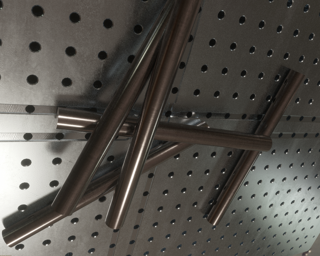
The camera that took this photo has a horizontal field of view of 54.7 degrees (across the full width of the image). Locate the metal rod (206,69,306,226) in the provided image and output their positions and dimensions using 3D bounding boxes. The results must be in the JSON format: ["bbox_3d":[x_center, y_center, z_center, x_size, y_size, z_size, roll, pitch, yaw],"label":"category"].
[{"bbox_3d":[0.155,0.043,0.525,0.025,0.025,0.298,11,113,-34],"label":"metal rod"}]

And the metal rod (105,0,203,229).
[{"bbox_3d":[-0.015,-0.003,0.353,0.025,0.025,0.298,4,118,-31],"label":"metal rod"}]

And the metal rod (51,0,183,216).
[{"bbox_3d":[-0.035,-0.038,0.339,0.025,0.025,0.299,28,94,-38],"label":"metal rod"}]

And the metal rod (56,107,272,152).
[{"bbox_3d":[0.023,0.006,0.405,0.302,0.025,0.025,7,115,-24],"label":"metal rod"}]

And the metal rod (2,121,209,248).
[{"bbox_3d":[-0.063,0.070,0.421,0.302,0.025,0.025,-28,128,-11],"label":"metal rod"}]
